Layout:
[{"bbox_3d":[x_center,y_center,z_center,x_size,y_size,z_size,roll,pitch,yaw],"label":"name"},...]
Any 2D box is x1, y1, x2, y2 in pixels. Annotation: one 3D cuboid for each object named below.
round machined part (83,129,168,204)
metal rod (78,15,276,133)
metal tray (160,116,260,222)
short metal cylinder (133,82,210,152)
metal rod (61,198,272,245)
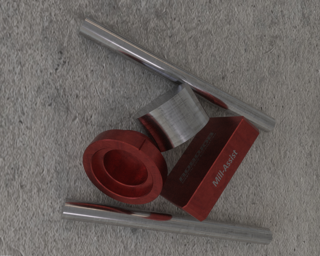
[{"bbox_3d":[-0.037,0.041,0.367,0.098,0.098,0.042,47,37,-14],"label":"round machined part"},{"bbox_3d":[0.037,-0.064,0.422,0.302,0.025,0.025,25,82,-19],"label":"metal rod"},{"bbox_3d":[0.059,0.045,0.396,0.030,0.090,0.130,39,78,-16],"label":"metal tray"},{"bbox_3d":[0.014,-0.014,0.385,0.080,0.080,0.050,-37,102,-16],"label":"short metal cylinder"},{"bbox_3d":[0.023,0.129,0.418,0.302,0.025,0.025,14,85,-20],"label":"metal rod"}]
